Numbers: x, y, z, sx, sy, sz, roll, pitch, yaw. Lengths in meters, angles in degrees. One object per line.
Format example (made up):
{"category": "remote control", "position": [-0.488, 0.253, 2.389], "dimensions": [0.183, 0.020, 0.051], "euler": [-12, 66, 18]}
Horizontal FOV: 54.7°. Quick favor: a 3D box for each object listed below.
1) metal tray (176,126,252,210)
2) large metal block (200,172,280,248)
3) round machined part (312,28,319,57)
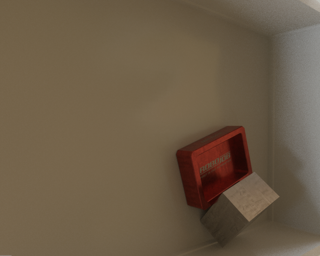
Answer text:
{"category": "metal tray", "position": [0.089, 0.057, 0.480], "dimensions": [0.131, 0.030, 0.089], "euler": [-22, 104, -38]}
{"category": "large metal block", "position": [0.119, 0.122, 0.466], "dimensions": [0.081, 0.050, 0.079], "euler": [-20, 147, -38]}
{"category": "round machined part", "position": [0.399, -0.206, 0.737], "dimensions": [0.099, 0.042, 0.097], "euler": [0, 90, -40]}
